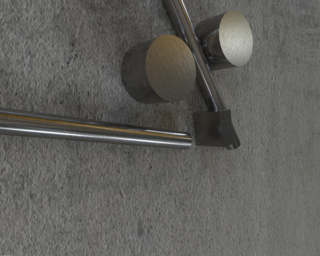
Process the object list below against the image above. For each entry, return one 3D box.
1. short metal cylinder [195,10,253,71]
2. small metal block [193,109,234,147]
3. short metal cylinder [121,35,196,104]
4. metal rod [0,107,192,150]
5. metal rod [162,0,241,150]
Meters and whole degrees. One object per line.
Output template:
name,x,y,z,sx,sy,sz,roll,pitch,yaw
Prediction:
short metal cylinder,0.096,-0.130,0.468,0.081,0.050,0.080,0,90,-40
small metal block,0.077,0.000,0.453,0.025,0.050,0.050,-11,98,-40
short metal cylinder,-0.001,-0.071,0.387,0.081,0.050,0.080,0,90,-40
metal rod,-0.079,0.003,0.337,0.302,0.025,0.025,8,85,-40
metal rod,0.056,-0.096,0.450,0.025,0.025,0.299,-41,115,-32
